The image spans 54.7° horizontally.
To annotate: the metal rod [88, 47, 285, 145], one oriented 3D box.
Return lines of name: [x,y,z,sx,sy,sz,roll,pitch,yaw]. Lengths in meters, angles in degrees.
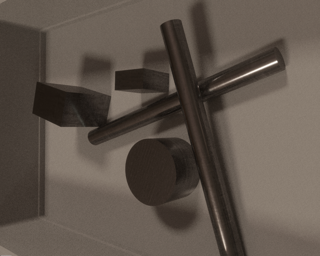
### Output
metal rod: [0.008,-0.027,0.398,0.299,0.025,0.025,-21,77,37]

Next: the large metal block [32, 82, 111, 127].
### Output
large metal block: [-0.137,-0.036,0.481,0.080,0.081,0.050,20,103,38]

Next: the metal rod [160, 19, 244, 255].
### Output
metal rod: [0.050,0.028,0.341,0.025,0.025,0.298,-17,87,38]

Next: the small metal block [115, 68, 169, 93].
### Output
small metal block: [-0.023,-0.061,0.408,0.050,0.050,0.025,3,92,39]

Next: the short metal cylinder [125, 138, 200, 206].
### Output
short metal cylinder: [0.003,0.052,0.386,0.080,0.050,0.079,0,90,39]
